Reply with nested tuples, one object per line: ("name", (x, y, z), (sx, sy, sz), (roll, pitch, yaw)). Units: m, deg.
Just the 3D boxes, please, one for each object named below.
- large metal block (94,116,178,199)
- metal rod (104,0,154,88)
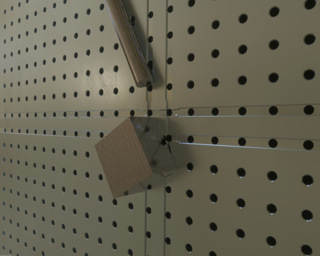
("large metal block", (-0.034, 0.040, 0.421), (0.080, 0.050, 0.080), (-37, 68, 34))
("metal rod", (-0.072, -0.196, 0.469), (0.025, 0.025, 0.299), (-33, 70, 35))
